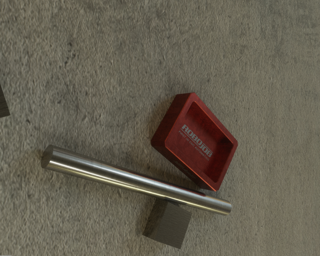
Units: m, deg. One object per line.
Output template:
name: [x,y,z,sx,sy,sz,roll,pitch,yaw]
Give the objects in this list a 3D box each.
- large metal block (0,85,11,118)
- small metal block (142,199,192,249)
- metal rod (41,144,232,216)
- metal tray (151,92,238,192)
large metal block: [-0.177,-0.037,0.240,0.081,0.050,0.079,-22,104,-38]
small metal block: [0.011,0.129,0.416,0.050,0.025,0.050,34,69,-35]
metal rod: [-0.005,0.078,0.402,0.302,0.025,0.025,25,75,-38]
metal tray: [0.055,0.022,0.450,0.130,0.030,0.090,43,64,-32]
